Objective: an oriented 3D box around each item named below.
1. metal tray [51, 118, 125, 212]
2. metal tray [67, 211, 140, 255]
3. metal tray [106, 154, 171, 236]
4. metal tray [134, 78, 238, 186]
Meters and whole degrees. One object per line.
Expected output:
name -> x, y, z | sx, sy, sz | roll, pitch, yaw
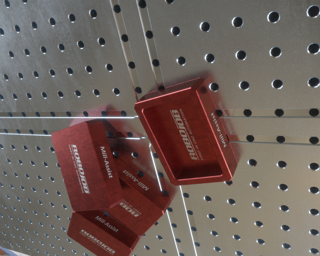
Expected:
metal tray -> -0.112, 0.059, 0.476 | 0.090, 0.030, 0.129 | -15, 91, 36
metal tray -> -0.112, 0.208, 0.597 | 0.130, 0.030, 0.089 | 31, 128, 8
metal tray -> -0.058, 0.109, 0.506 | 0.130, 0.030, 0.089 | 37, 129, 3
metal tray -> 0.034, 0.011, 0.396 | 0.090, 0.030, 0.130 | -13, 112, 33
